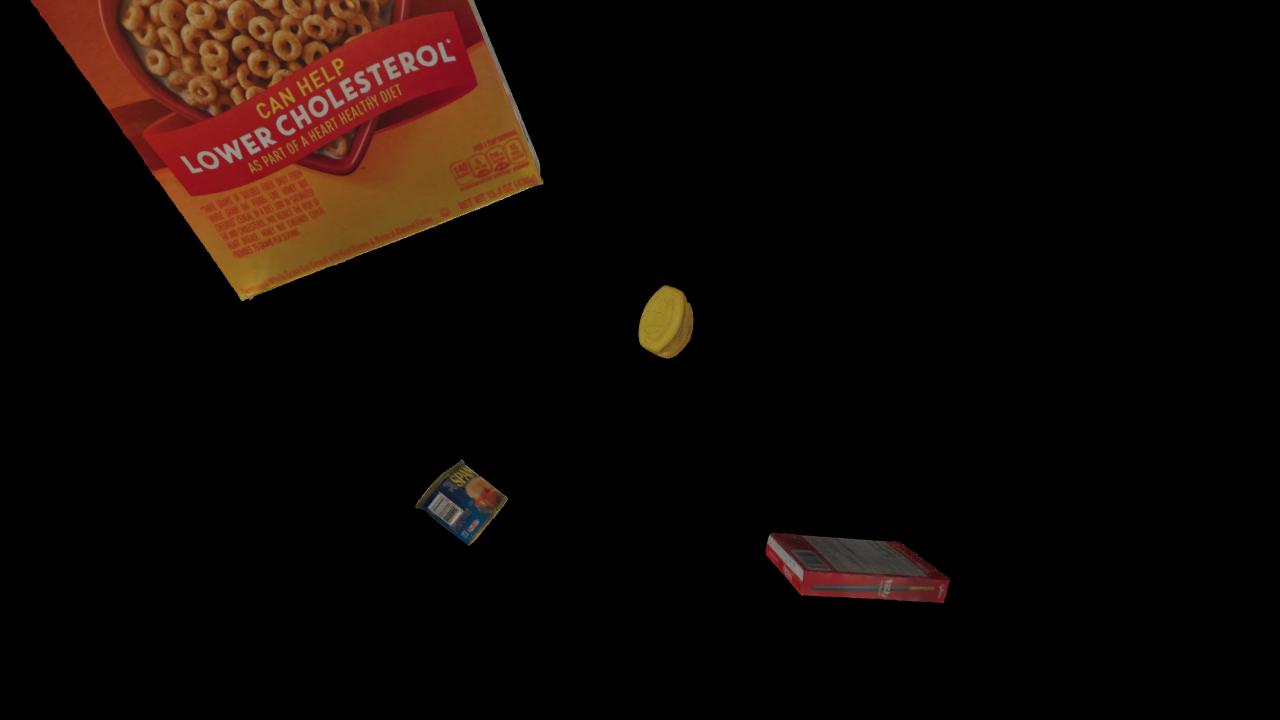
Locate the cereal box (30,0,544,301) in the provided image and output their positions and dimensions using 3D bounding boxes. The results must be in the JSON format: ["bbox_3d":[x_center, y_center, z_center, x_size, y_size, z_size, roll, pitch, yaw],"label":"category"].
[{"bbox_3d":[-0.205,-0.209,0.334,0.203,0.306,0.081,-21,27,0],"label":"cereal box"}]

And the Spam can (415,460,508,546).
[{"bbox_3d":[-0.228,0.185,0.802,0.085,0.058,0.101,39,6,-1],"label":"Spam can"}]

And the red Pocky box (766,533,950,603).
[{"bbox_3d":[0.211,0.204,0.605,0.155,0.028,0.083,8,7,-12],"label":"red Pocky box"}]

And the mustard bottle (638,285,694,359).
[{"bbox_3d":[0.046,-0.046,0.887,0.054,0.092,0.184,16,-1,13],"label":"mustard bottle"}]
